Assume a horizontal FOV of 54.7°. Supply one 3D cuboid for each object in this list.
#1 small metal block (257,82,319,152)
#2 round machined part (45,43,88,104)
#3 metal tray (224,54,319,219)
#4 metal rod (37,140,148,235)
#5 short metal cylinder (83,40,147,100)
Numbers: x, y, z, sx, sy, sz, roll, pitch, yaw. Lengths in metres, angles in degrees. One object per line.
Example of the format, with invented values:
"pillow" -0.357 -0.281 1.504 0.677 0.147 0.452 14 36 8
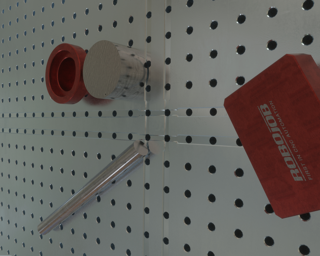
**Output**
"small metal block" 0.131 -0.011 0.300 0.050 0.025 0.050 31 109 35
"round machined part" -0.145 -0.088 0.515 0.098 0.042 0.097 0 90 39
"metal tray" 0.122 0.009 0.286 0.090 0.030 0.130 -40 68 50
"metal rod" -0.123 0.109 0.507 0.299 0.025 0.025 -40 66 32
"short metal cylinder" -0.065 -0.081 0.445 0.080 0.050 0.079 0 90 39
